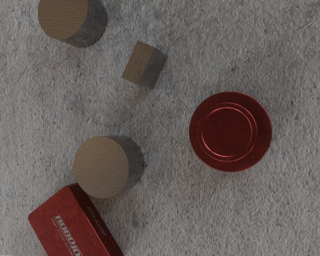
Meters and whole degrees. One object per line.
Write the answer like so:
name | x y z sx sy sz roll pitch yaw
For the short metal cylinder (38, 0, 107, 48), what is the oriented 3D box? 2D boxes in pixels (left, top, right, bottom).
short metal cylinder | -0.123 -0.159 0.439 0.080 0.050 0.080 0 90 20

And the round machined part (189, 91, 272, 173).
round machined part | 0.082 0.005 0.371 0.098 0.042 0.097 0 90 20

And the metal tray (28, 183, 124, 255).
metal tray | -0.124 0.158 0.450 0.090 0.030 0.130 -38 78 16

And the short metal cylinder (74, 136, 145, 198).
short metal cylinder | -0.068 0.050 0.420 0.080 0.050 0.080 0 90 20

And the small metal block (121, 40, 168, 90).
small metal block | -0.019 -0.080 0.402 0.025 0.050 0.050 28 99 18
